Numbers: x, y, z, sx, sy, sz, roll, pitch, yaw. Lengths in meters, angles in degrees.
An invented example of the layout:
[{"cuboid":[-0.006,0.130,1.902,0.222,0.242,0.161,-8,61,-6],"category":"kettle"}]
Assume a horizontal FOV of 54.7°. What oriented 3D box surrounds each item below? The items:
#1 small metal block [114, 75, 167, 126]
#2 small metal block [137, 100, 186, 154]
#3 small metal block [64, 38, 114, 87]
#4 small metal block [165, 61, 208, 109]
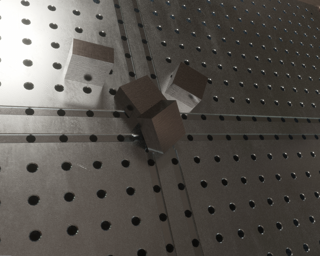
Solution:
[{"cuboid":[-0.025,-0.038,0.420,0.050,0.025,0.050,-31,79,-38],"category":"small metal block"},{"cuboid":[0.003,-0.003,0.397,0.050,0.025,0.050,-39,122,-39],"category":"small metal block"},{"cuboid":[-0.091,-0.082,0.394,0.050,0.050,0.025,9,58,-24],"category":"small metal block"},{"cuboid":[0.041,-0.066,0.472,0.050,0.025,0.050,29,52,-10],"category":"small metal block"}]
